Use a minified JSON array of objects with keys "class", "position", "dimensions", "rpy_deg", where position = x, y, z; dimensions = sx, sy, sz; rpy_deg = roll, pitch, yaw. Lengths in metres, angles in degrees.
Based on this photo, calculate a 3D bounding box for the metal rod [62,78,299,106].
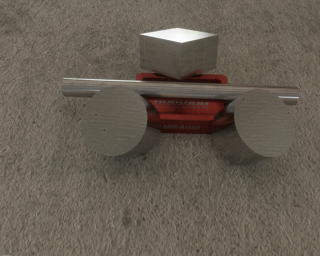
[{"class":"metal rod","position":[0.025,-0.048,0.406],"dimensions":[0.302,0.025,0.025],"rpy_deg":[2,50,2]}]

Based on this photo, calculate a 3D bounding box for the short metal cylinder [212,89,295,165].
[{"class":"short metal cylinder","position":[0.110,0.000,0.368],"dimensions":[0.081,0.050,0.080],"rpy_deg":[6,72,-18]}]

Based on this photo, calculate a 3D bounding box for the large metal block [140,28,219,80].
[{"class":"large metal block","position":[0.028,-0.112,0.455],"dimensions":[0.080,0.050,0.081],"rpy_deg":[24,36,39]}]

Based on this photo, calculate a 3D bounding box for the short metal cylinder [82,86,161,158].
[{"class":"short metal cylinder","position":[-0.044,-0.005,0.369],"dimensions":[0.080,0.050,0.080],"rpy_deg":[-3,81,17]}]

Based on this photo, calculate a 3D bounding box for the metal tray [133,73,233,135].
[{"class":"metal tray","position":[0.030,-0.036,0.432],"dimensions":[0.131,0.030,0.090],"rpy_deg":[2,50,1]}]
